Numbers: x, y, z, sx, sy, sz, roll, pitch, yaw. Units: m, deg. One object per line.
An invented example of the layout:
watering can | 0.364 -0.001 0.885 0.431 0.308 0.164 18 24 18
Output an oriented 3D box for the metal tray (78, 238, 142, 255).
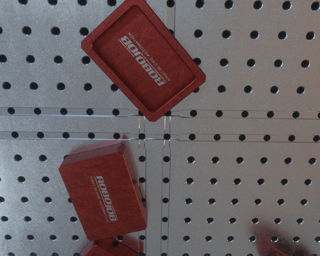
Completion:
metal tray | -0.099 0.239 0.497 0.090 0.030 0.129 35 106 -12

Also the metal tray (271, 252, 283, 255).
metal tray | 0.231 0.259 0.477 0.130 0.090 0.030 32 107 -12

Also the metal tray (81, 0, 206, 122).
metal tray | -0.018 -0.083 0.379 0.090 0.030 0.130 -39 106 12

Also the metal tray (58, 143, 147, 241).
metal tray | -0.077 0.094 0.444 0.090 0.030 0.129 -14 110 4
